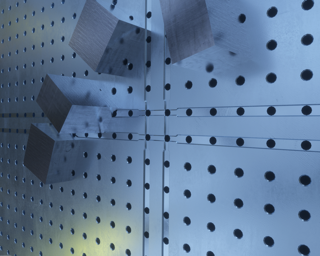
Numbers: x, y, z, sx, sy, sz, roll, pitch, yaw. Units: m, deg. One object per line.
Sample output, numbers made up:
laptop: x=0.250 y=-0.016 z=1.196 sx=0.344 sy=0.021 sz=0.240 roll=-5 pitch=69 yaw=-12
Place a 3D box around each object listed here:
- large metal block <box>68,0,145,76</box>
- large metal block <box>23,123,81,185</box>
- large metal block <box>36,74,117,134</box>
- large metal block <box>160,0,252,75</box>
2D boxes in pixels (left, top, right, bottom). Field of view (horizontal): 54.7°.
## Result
large metal block: x=-0.081 y=-0.134 z=0.457 sx=0.080 sy=0.050 sz=0.080 roll=45 pitch=117 yaw=30
large metal block: x=-0.193 y=0.043 z=0.549 sx=0.080 sy=0.050 sz=0.079 roll=27 pitch=107 yaw=36
large metal block: x=-0.129 y=-0.036 z=0.477 sx=0.080 sy=0.081 sz=0.050 roll=46 pitch=117 yaw=30
large metal block: x=0.049 y=-0.108 z=0.331 sx=0.050 sy=0.081 sz=0.080 roll=-17 pitch=79 yaw=38
